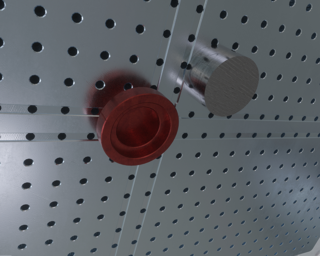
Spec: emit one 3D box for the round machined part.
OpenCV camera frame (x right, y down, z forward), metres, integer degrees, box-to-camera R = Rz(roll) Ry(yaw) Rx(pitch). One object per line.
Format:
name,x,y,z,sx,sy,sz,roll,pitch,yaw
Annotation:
round machined part,-0.030,-0.005,0.380,0.099,0.042,0.097,-14,124,-21

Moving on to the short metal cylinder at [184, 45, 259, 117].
short metal cylinder,0.079,-0.061,0.400,0.081,0.050,0.079,-14,124,-21
